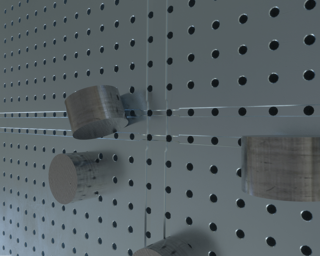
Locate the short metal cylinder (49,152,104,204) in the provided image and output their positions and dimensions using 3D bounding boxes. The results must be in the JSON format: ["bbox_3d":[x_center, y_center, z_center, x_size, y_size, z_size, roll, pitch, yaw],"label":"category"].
[{"bbox_3d":[-0.138,0.080,0.507,0.080,0.050,0.079,0,90,40],"label":"short metal cylinder"}]

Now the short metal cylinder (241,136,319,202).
[{"bbox_3d":[0.115,0.032,0.279,0.080,0.081,0.050,-1,90,40],"label":"short metal cylinder"}]

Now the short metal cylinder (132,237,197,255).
[{"bbox_3d":[0.006,0.185,0.389,0.080,0.050,0.079,0,90,40],"label":"short metal cylinder"}]

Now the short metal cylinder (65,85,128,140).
[{"bbox_3d":[-0.092,-0.021,0.450,0.080,0.081,0.050,-29,72,36],"label":"short metal cylinder"}]
